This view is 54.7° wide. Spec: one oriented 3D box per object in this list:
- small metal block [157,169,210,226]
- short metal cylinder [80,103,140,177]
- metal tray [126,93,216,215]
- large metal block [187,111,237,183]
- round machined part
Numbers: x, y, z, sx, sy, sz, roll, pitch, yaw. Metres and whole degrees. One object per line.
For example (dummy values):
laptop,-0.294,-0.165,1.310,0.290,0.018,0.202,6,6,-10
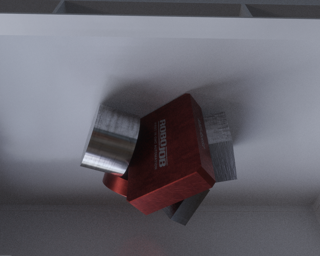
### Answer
small metal block,0.023,0.078,0.368,0.025,0.050,0.050,35,90,-34
short metal cylinder,-0.062,0.015,0.382,0.050,0.080,0.079,18,128,-15
metal tray,0.009,0.025,0.359,0.090,0.130,0.030,-28,126,21
large metal block,0.054,0.031,0.408,0.080,0.050,0.080,-11,134,9
round machined part,-0.025,0.065,0.427,0.099,0.098,0.042,16,93,-14
